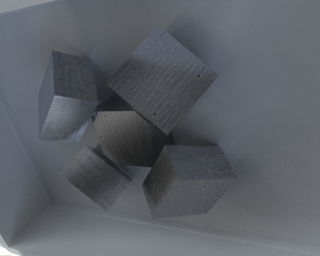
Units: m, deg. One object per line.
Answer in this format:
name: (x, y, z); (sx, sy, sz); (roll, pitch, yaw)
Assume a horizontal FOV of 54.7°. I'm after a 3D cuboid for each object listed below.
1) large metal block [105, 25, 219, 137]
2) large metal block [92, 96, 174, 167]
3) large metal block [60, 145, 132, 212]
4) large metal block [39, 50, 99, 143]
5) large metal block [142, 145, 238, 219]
large metal block: (0.002, -0.047, 0.334); (0.080, 0.050, 0.080); (40, 86, 1)
large metal block: (-0.035, 0.003, 0.409); (0.080, 0.050, 0.080); (1, 119, 28)
large metal block: (-0.088, 0.072, 0.455); (0.080, 0.050, 0.080); (39, 173, 1)
large metal block: (-0.122, -0.039, 0.401); (0.050, 0.080, 0.080); (8, 136, -30)
large metal block: (0.034, 0.067, 0.386); (0.081, 0.050, 0.079); (3, 134, -28)
